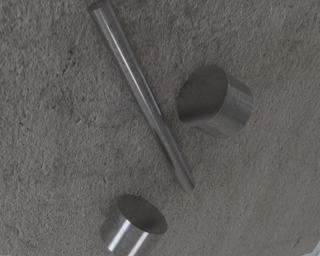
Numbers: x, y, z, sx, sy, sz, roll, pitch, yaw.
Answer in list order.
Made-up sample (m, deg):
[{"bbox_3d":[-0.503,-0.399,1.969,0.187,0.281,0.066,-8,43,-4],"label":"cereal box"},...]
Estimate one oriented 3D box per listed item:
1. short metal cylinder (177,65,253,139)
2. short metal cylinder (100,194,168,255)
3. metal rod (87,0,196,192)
[{"bbox_3d":[0.068,-0.032,0.389,0.050,0.080,0.080,23,106,-37],"label":"short metal cylinder"},{"bbox_3d":[-0.037,0.139,0.438,0.080,0.080,0.050,22,106,-36],"label":"short metal cylinder"},{"bbox_3d":[-0.008,-0.015,0.393,0.025,0.025,0.299,-32,129,-8],"label":"metal rod"}]
